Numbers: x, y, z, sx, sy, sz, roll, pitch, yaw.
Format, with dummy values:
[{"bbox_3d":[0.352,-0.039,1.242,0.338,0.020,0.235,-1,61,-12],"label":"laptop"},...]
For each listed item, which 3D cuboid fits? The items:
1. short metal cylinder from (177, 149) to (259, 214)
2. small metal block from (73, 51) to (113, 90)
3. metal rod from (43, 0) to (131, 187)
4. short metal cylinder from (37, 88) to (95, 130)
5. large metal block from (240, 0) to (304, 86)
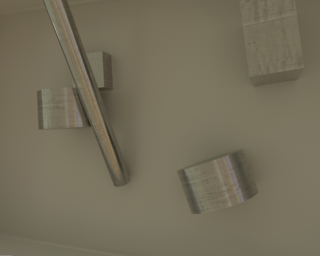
[{"bbox_3d":[0.066,0.061,0.358,0.080,0.080,0.050,-21,83,18],"label":"short metal cylinder"},{"bbox_3d":[-0.097,-0.079,0.443,0.050,0.025,0.050,-4,89,19],"label":"small metal block"},{"bbox_3d":[-0.092,-0.059,0.377,0.025,0.025,0.298,-9,112,19],"label":"metal rod"},{"bbox_3d":[-0.124,-0.024,0.424,0.080,0.080,0.050,-3,89,19],"label":"short metal cylinder"},{"bbox_3d":[0.121,-0.093,0.339,0.050,0.080,0.080,-7,88,19],"label":"large metal block"}]
